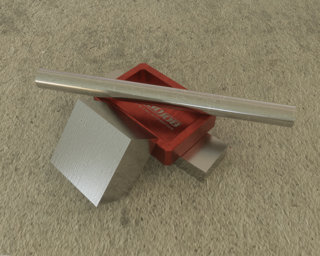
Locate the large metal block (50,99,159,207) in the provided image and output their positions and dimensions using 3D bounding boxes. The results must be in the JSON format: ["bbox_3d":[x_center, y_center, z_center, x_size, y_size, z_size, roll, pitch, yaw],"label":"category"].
[{"bbox_3d":[-0.062,0.024,0.337,0.080,0.080,0.050,35,17,26],"label":"large metal block"}]

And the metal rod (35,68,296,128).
[{"bbox_3d":[0.000,-0.037,0.364,0.302,0.025,0.025,9,51,7],"label":"metal rod"}]

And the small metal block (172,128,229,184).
[{"bbox_3d":[0.047,0.031,0.379,0.050,0.025,0.050,31,56,23],"label":"small metal block"}]

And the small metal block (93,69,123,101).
[{"bbox_3d":[-0.064,-0.053,0.448,0.050,0.025,0.050,37,59,26],"label":"small metal block"}]

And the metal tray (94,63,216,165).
[{"bbox_3d":[-0.007,-0.023,0.387,0.130,0.030,0.090,36,58,26],"label":"metal tray"}]
